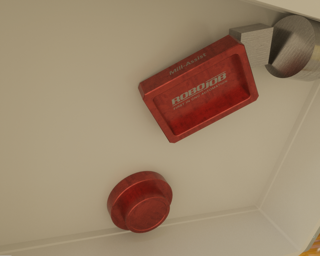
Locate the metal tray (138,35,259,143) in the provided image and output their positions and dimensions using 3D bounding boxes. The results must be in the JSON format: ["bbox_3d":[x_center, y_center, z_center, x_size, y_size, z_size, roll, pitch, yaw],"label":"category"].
[{"bbox_3d":[0.050,-0.045,0.389,0.130,0.030,0.090,-28,130,4],"label":"metal tray"}]

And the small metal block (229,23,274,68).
[{"bbox_3d":[0.118,-0.107,0.409,0.050,0.025,0.050,-16,125,-20],"label":"small metal block"}]

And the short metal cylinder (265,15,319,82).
[{"bbox_3d":[0.186,-0.104,0.413,0.050,0.080,0.079,1,118,-29],"label":"short metal cylinder"}]

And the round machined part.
[{"bbox_3d":[-0.024,0.115,0.458,0.099,0.042,0.097,-14,125,-21],"label":"round machined part"}]
